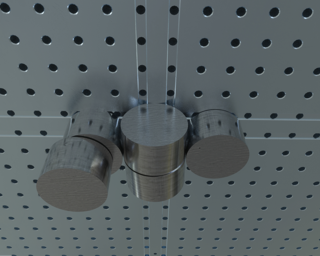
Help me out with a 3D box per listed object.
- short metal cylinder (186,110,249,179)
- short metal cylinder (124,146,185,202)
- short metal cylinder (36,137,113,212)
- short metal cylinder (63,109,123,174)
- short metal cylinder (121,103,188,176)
[{"bbox_3d":[0.073,0.022,0.414,0.081,0.050,0.079,0,130,0],"label":"short metal cylinder"},{"bbox_3d":[-0.006,0.052,0.419,0.080,0.080,0.050,-1,130,0],"label":"short metal cylinder"},{"bbox_3d":[-0.101,0.057,0.375,0.081,0.050,0.079,0,130,0],"label":"short metal cylinder"},{"bbox_3d":[-0.088,0.021,0.412,0.081,0.050,0.079,0,130,0],"label":"short metal cylinder"},{"bbox_3d":[-0.007,0.013,0.387,0.081,0.080,0.050,1,131,-1],"label":"short metal cylinder"}]
